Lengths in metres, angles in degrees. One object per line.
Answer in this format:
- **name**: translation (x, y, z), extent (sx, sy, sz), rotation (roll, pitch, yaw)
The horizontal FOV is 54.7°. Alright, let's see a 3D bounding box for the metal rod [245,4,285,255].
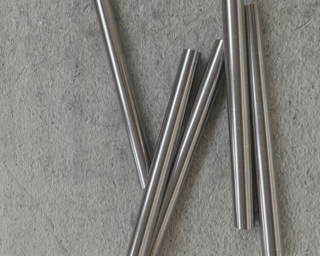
- **metal rod**: translation (0.120, 0.005, 0.366), extent (0.025, 0.025, 0.298), rotation (-6, 88, 19)

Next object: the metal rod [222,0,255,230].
- **metal rod**: translation (0.091, -0.031, 0.361), extent (0.025, 0.025, 0.298), rotation (-3, 95, 19)

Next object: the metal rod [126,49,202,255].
- **metal rod**: translation (0.001, 0.048, 0.389), extent (0.025, 0.025, 0.298), rotation (15, 88, 19)

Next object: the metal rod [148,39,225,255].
- **metal rod**: translation (0.031, 0.036, 0.397), extent (0.025, 0.025, 0.298), rotation (21, 97, 18)

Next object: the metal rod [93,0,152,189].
- **metal rod**: translation (-0.052, -0.066, 0.426), extent (0.025, 0.025, 0.298), rotation (-17, 85, 19)
